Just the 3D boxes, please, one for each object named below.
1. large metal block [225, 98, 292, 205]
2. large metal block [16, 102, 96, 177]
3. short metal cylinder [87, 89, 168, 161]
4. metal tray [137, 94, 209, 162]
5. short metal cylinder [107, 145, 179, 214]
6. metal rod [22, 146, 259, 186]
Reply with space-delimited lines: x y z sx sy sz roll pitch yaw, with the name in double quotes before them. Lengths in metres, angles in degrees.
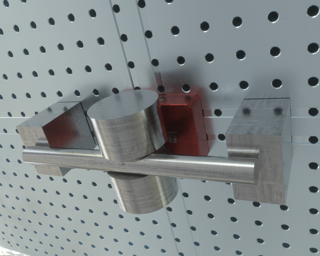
"large metal block" 0.109 0.022 0.330 0.050 0.080 0.080 1 119 28
"large metal block" -0.151 0.014 0.463 0.050 0.080 0.080 1 119 28
"short metal cylinder" -0.036 -0.006 0.352 0.080 0.080 0.050 1 119 28
"metal tray" -0.007 0.004 0.414 0.130 0.030 0.089 1 119 27
"short metal cylinder" -0.021 0.060 0.385 0.080 0.080 0.050 1 119 28
"metal rod" -0.044 0.039 0.354 0.300 0.025 0.025 1 119 27
